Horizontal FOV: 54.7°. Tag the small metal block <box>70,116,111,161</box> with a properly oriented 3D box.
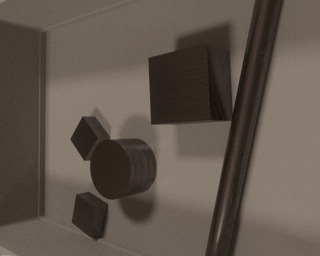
[{"bbox_3d":[-0.113,0.017,0.497,0.050,0.025,0.050,49,119,28],"label":"small metal block"}]

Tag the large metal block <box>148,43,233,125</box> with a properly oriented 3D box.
[{"bbox_3d":[0.035,-0.046,0.360,0.080,0.050,0.080,-4,88,39],"label":"large metal block"}]

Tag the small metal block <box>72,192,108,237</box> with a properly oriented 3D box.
[{"bbox_3d":[-0.113,0.137,0.497,0.050,0.025,0.050,19,102,38],"label":"small metal block"}]

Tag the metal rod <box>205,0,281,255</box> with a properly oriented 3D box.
[{"bbox_3d":[0.087,0.005,0.333,0.025,0.025,0.298,15,100,38],"label":"metal rod"}]

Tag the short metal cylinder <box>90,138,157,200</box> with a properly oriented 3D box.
[{"bbox_3d":[-0.052,0.055,0.431,0.080,0.050,0.079,0,90,39],"label":"short metal cylinder"}]
